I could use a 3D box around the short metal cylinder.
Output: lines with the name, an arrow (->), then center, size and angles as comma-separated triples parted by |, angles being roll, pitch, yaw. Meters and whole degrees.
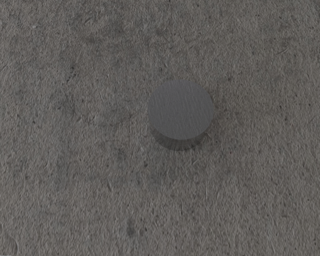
short metal cylinder -> 0.025, -0.015, 0.401 | 0.080, 0.050, 0.080 | 0, 70, 0
